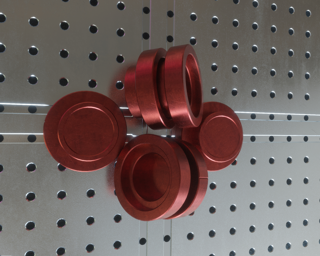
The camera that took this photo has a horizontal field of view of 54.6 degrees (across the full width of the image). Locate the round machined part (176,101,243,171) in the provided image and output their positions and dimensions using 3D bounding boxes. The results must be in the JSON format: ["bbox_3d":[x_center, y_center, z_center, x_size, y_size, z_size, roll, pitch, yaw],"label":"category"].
[{"bbox_3d":[0.075,0.012,0.431,0.099,0.042,0.097,0,90,-20],"label":"round machined part"}]

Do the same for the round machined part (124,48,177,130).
[{"bbox_3d":[-0.011,-0.046,0.382,0.042,0.098,0.097,-5,92,20],"label":"round machined part"}]

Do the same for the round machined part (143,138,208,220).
[{"bbox_3d":[0.018,0.063,0.390,0.042,0.098,0.098,14,85,-51],"label":"round machined part"}]

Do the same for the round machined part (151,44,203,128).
[{"bbox_3d":[0.021,-0.048,0.374,0.042,0.098,0.097,-5,92,20],"label":"round machined part"}]

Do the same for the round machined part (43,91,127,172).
[{"bbox_3d":[-0.087,0.004,0.371,0.099,0.042,0.097,0,90,-20],"label":"round machined part"}]

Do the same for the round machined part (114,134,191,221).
[{"bbox_3d":[-0.005,0.058,0.367,0.042,0.098,0.098,13,85,-52],"label":"round machined part"}]
